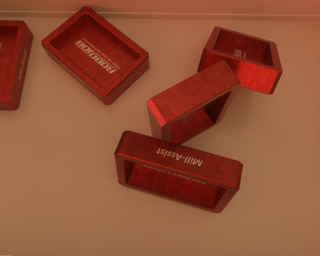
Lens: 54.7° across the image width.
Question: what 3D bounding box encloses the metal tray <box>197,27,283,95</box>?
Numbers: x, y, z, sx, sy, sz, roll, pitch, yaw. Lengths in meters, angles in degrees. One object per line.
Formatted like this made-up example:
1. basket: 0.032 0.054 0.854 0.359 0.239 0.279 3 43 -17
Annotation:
1. metal tray: 0.104 -0.093 0.401 0.090 0.030 0.130 18 32 6

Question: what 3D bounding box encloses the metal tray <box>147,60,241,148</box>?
1. metal tray: 0.035 -0.017 0.358 0.090 0.130 0.030 -29 75 -7

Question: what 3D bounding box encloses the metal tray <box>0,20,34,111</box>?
1. metal tray: -0.240 -0.091 0.438 0.091 0.030 0.130 2 70 0

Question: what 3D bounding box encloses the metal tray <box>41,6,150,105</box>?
1. metal tray: -0.091 -0.106 0.444 0.130 0.030 0.090 40 75 13

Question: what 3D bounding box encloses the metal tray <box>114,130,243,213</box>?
1. metal tray: 0.017 0.053 0.353 0.131 0.090 0.030 15 59 5
